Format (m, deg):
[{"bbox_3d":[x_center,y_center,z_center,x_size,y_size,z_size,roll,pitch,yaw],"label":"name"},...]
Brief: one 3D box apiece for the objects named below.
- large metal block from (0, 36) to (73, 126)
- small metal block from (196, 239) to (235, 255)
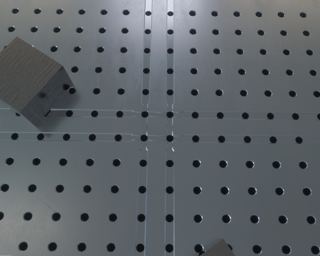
[{"bbox_3d":[-0.182,-0.063,0.420,0.080,0.050,0.080,33,73,11],"label":"large metal block"},{"bbox_3d":[0.065,0.163,0.353,0.050,0.025,0.050,-32,73,-11],"label":"small metal block"}]
